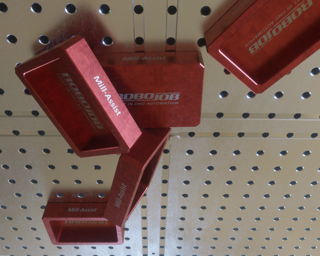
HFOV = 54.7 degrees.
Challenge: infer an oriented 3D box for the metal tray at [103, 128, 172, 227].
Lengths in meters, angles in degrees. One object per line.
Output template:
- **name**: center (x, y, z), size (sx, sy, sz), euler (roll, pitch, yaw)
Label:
- **metal tray**: center (-0.031, 0.062, 0.418), size (0.030, 0.090, 0.129), euler (27, 129, 9)

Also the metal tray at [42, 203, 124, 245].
- **metal tray**: center (-0.132, 0.172, 0.553), size (0.131, 0.030, 0.089), euler (0, 130, -1)

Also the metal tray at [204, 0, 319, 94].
- **metal tray**: center (0.122, -0.105, 0.320), size (0.090, 0.030, 0.130), euler (33, 122, -26)

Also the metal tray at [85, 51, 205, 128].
- **metal tray**: center (-0.016, -0.043, 0.371), size (0.131, 0.030, 0.089), euler (-1, 130, 0)

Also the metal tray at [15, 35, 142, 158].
- **metal tray**: center (-0.089, -0.027, 0.346), size (0.090, 0.030, 0.130), euler (-10, 121, 37)
